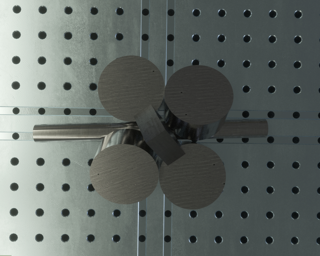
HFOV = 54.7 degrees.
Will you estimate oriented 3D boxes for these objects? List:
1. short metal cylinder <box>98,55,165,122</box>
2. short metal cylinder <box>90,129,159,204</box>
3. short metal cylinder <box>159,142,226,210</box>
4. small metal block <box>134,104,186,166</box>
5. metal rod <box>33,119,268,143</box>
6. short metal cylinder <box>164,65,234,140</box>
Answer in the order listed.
[{"bbox_3d":[-0.034,-0.048,0.397,0.081,0.050,0.079,0,90,0],"label":"short metal cylinder"},{"bbox_3d":[-0.042,0.047,0.385,0.081,0.050,0.079,0,110,-1],"label":"short metal cylinder"},{"bbox_3d":[0.039,0.058,0.397,0.081,0.050,0.079,0,90,0],"label":"short metal cylinder"},{"bbox_3d":[-0.001,0.008,0.362,0.025,0.050,0.050,-35,132,6],"label":"small metal block"},{"bbox_3d":[-0.012,0.004,0.409,0.302,0.025,0.025,-1,90,0],"label":"metal rod"},{"bbox_3d":[0.046,-0.030,0.384,0.081,0.050,0.080,0,67,0],"label":"short metal cylinder"}]
